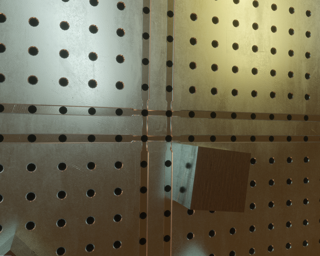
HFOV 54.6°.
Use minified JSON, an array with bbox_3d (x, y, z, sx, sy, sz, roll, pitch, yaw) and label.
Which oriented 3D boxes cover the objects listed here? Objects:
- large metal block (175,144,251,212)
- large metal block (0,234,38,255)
[{"bbox_3d":[0.072,0.068,0.426,0.081,0.050,0.080,9,87,-20],"label":"large metal block"},{"bbox_3d":[-0.166,0.180,0.338,0.080,0.050,0.080,-42,103,-15],"label":"large metal block"}]
